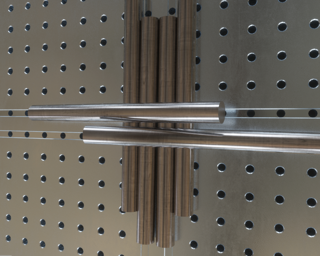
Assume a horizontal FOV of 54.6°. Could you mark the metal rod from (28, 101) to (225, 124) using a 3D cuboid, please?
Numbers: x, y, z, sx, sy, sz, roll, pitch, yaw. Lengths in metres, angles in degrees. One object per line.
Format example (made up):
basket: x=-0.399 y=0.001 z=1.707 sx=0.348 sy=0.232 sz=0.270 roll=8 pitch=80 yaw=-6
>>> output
metal rod: x=-0.064 y=-0.020 z=0.411 sx=0.300 sy=0.025 sz=0.025 roll=1 pitch=91 yaw=29

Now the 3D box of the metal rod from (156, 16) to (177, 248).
metal rod: x=0.009 y=0.005 z=0.411 sx=0.025 sy=0.025 sz=0.298 roll=1 pitch=90 yaw=20

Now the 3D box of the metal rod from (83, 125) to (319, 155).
metal rod: x=0.053 y=0.013 z=0.372 sx=0.301 sy=0.025 sz=0.025 roll=2 pitch=91 yaw=11

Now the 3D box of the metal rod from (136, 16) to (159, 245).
metal rod: x=-0.016 y=0.004 z=0.417 sx=0.025 sy=0.025 sz=0.298 roll=1 pitch=90 yaw=20

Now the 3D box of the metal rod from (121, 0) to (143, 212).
metal rod: x=-0.038 y=-0.037 z=0.426 sx=0.025 sy=0.025 sz=0.298 roll=1 pitch=90 yaw=20

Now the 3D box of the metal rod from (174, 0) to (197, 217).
metal rod: x=0.033 y=-0.038 z=0.400 sx=0.025 sy=0.025 sz=0.298 roll=1 pitch=90 yaw=20
